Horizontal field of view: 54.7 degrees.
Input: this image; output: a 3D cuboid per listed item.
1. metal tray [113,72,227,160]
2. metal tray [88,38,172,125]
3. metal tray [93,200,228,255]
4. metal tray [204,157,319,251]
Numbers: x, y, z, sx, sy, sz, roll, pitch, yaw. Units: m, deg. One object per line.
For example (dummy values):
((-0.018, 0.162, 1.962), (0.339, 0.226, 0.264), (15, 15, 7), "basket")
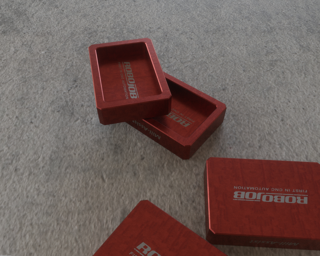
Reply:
((0.011, -0.025, 0.421), (0.130, 0.030, 0.090), (32, 57, 23), "metal tray")
((-0.043, -0.067, 0.416), (0.091, 0.030, 0.130), (-10, 51, -9), "metal tray")
((0.008, 0.138, 0.284), (0.130, 0.030, 0.090), (30, 56, 22), "metal tray")
((0.116, 0.079, 0.335), (0.131, 0.030, 0.090), (3, 50, 2), "metal tray")
